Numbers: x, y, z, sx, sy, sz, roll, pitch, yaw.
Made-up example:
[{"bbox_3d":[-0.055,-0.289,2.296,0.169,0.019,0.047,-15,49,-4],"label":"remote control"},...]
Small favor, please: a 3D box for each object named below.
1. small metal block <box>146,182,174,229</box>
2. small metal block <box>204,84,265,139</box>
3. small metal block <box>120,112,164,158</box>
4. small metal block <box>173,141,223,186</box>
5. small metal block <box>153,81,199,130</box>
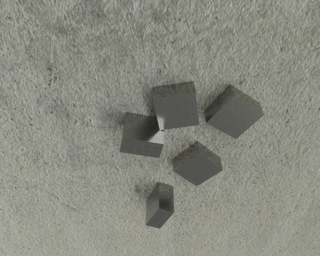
[{"bbox_3d":[-0.001,0.124,0.496,0.025,0.050,0.050,20,127,-16],"label":"small metal block"},{"bbox_3d":[0.093,-0.020,0.391,0.050,0.025,0.050,27,125,-22],"label":"small metal block"},{"bbox_3d":[-0.023,0.008,0.398,0.050,0.050,0.025,10,130,-8],"label":"small metal block"},{"bbox_3d":[0.055,0.053,0.453,0.050,0.025,0.050,36,121,-27],"label":"small metal block"},{"bbox_3d":[0.020,-0.027,0.384,0.050,0.025,0.050,-7,130,6],"label":"small metal block"}]
